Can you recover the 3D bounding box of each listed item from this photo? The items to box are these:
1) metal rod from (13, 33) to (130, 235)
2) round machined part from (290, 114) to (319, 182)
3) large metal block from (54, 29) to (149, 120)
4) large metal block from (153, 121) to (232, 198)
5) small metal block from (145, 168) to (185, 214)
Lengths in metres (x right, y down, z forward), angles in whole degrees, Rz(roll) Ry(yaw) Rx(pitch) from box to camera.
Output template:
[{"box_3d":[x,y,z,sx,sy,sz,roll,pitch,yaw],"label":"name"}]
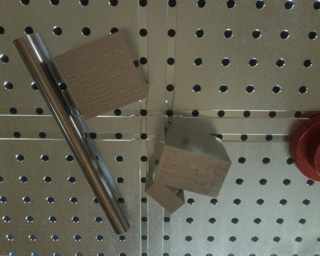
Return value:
[{"box_3d":[-0.110,0.022,0.420,0.025,0.025,0.299,-20,109,7],"label":"metal rod"},{"box_3d":[0.233,0.032,0.418,0.099,0.042,0.097,0,110,0],"label":"round machined part"},{"box_3d":[-0.066,-0.066,0.375,0.080,0.050,0.080,-20,109,7],"label":"large metal block"},{"box_3d":[0.037,0.038,0.398,0.080,0.080,0.050,16,109,-6],"label":"large metal block"},{"box_3d":[0.007,0.083,0.430,0.050,0.050,0.025,43,105,-14],"label":"small metal block"}]
